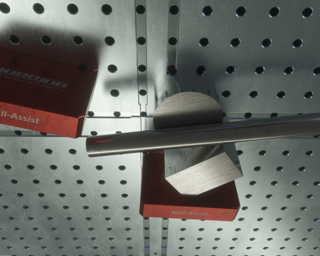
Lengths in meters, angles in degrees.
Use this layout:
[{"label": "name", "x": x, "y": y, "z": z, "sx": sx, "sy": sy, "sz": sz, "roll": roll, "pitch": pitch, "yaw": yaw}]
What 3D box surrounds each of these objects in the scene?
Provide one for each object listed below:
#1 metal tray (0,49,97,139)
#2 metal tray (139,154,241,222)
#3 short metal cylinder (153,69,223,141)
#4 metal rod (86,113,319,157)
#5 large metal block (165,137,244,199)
[{"label": "metal tray", "x": -0.141, "y": -0.041, "z": 0.332, "sx": 0.131, "sy": 0.090, "sz": 0.030, "roll": 12, "pitch": 129, "yaw": -11}, {"label": "metal tray", "x": 0.039, "y": 0.082, "z": 0.439, "sx": 0.131, "sy": 0.090, "sz": 0.030, "roll": 4, "pitch": 130, "yaw": -4}, {"label": "short metal cylinder", "x": 0.032, "y": -0.024, "z": 0.375, "sx": 0.081, "sy": 0.050, "sz": 0.079, "roll": 0, "pitch": 130, "yaw": 0}, {"label": "metal rod", "x": 0.067, "y": 0.007, "z": 0.352, "sx": 0.302, "sy": 0.025, "sz": 0.025, "roll": -6, "pitch": 130, "yaw": 4}, {"label": "large metal block", "x": 0.053, "y": 0.034, "z": 0.405, "sx": 0.080, "sy": 0.080, "sz": 0.050, "roll": -27, "pitch": 125, "yaw": 21}]
